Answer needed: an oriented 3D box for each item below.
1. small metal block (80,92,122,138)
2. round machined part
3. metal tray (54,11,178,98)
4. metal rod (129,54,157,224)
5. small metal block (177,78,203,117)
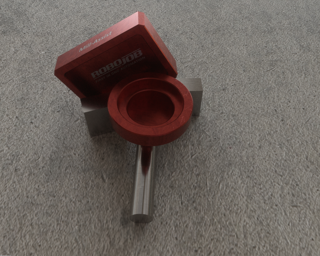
[{"bbox_3d":[-0.072,-0.018,0.402,0.050,0.050,0.025,-15,52,-13],"label":"small metal block"},{"bbox_3d":[-0.011,-0.018,0.373,0.099,0.042,0.098,2,53,-2],"label":"round machined part"},{"bbox_3d":[-0.055,-0.078,0.397,0.130,0.090,0.030,-23,46,19],"label":"metal tray"},{"bbox_3d":[-0.014,-0.019,0.421,0.025,0.025,0.300,2,50,1],"label":"metal rod"},{"bbox_3d":[0.030,-0.041,0.423,0.050,0.050,0.025,-1,50,-2],"label":"small metal block"}]
